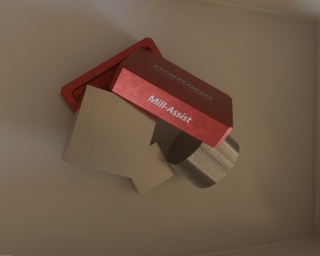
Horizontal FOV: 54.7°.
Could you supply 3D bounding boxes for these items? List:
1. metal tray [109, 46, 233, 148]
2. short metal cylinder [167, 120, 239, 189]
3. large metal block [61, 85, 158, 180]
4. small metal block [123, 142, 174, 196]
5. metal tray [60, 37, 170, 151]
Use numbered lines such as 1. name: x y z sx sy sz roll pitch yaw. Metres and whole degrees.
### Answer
1. metal tray: 0.019 -0.039 0.351 0.130 0.090 0.030 29 119 -4
2. short metal cylinder: 0.055 0.031 0.402 0.050 0.080 0.080 41 77 -16
3. large metal block: -0.056 0.006 0.342 0.081 0.050 0.080 17 84 -20
4. small metal block: -0.018 0.052 0.403 0.050 0.025 0.050 -31 100 -18
5. metal tray: -0.045 -0.043 0.390 0.131 0.030 0.090 -36 102 -17
